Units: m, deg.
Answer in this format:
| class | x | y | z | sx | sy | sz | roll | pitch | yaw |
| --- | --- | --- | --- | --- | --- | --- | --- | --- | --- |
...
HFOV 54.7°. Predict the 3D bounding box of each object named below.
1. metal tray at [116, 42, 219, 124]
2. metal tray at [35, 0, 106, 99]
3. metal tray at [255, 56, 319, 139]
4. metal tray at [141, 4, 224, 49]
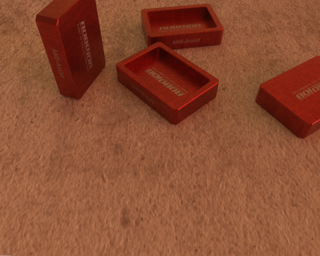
| class | x | y | z | sx | sy | sz | roll | pitch | yaw |
| --- | --- | --- | --- | --- | --- | --- | --- | --- | --- |
| metal tray | 0.009 | -0.071 | 0.459 | 0.091 | 0.030 | 0.130 | -35 | 59 | -26 |
| metal tray | -0.117 | -0.116 | 0.431 | 0.030 | 0.129 | 0.090 | 16 | 52 | 12 |
| metal tray | 0.216 | -0.049 | 0.444 | 0.131 | 0.030 | 0.090 | -26 | 55 | -21 |
| metal tray | 0.037 | -0.181 | 0.552 | 0.131 | 0.030 | 0.090 | -8 | 51 | -7 |
